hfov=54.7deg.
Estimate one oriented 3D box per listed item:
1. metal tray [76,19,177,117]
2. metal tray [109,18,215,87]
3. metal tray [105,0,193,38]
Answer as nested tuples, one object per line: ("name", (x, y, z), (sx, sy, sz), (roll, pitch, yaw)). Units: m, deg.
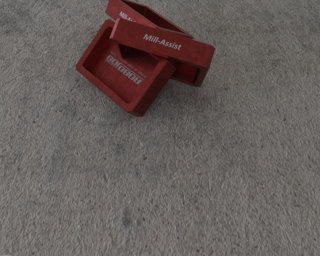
("metal tray", (-0.052, -0.087, 0.441), (0.130, 0.030, 0.090), (39, 98, 28))
("metal tray", (0.003, -0.100, 0.428), (0.131, 0.090, 0.030), (18, 82, 3))
("metal tray", (-0.019, -0.173, 0.517), (0.091, 0.030, 0.130), (-7, 42, -48))
